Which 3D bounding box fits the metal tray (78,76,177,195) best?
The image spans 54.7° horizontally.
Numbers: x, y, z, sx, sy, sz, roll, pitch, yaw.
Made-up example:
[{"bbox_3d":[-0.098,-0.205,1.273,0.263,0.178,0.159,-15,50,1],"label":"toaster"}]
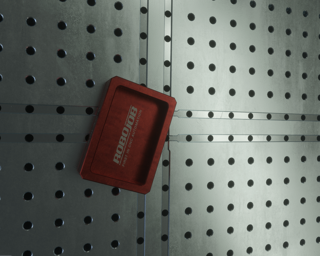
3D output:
[{"bbox_3d":[-0.041,0.010,0.395,0.091,0.030,0.129,19,84,-20],"label":"metal tray"}]
